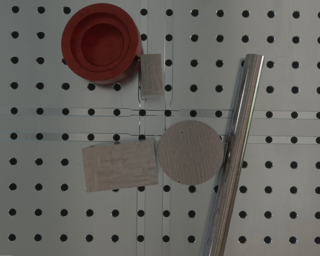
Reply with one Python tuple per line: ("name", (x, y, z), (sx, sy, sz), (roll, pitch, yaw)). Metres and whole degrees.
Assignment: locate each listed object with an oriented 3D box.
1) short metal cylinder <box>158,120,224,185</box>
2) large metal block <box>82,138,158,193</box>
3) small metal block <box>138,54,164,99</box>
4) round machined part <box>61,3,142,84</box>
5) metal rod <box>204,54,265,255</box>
("short metal cylinder", (0.037, 0.030, 0.401), (0.081, 0.050, 0.079), (0, 90, -1))
("large metal block", (-0.045, 0.043, 0.385), (0.081, 0.080, 0.050), (-6, 90, 0))
("small metal block", (-0.013, -0.065, 0.400), (0.025, 0.050, 0.050), (-4, 90, -7))
("round machined part", (-0.071, -0.105, 0.399), (0.099, 0.042, 0.097), (0, 86, 8))
("metal rod", (0.097, 0.050, 0.414), (0.025, 0.025, 0.298), (12, 90, -1))
